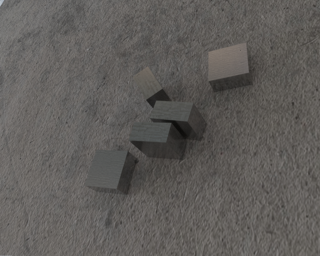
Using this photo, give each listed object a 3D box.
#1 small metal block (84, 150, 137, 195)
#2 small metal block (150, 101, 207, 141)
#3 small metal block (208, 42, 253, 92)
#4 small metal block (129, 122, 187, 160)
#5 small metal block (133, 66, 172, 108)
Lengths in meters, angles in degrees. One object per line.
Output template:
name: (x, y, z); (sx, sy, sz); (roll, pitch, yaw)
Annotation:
small metal block: (-0.063, 0.057, 0.402); (0.050, 0.025, 0.050); (0, 62, 28)
small metal block: (0.023, -0.009, 0.381); (0.050, 0.050, 0.025); (6, 65, 31)
small metal block: (0.091, -0.079, 0.404); (0.050, 0.025, 0.050); (-9, 58, 23)
small metal block: (-0.001, 0.016, 0.379); (0.050, 0.050, 0.025); (2, 63, 29)
small metal block: (-0.006, -0.047, 0.420); (0.025, 0.050, 0.050); (-34, 51, 6)
